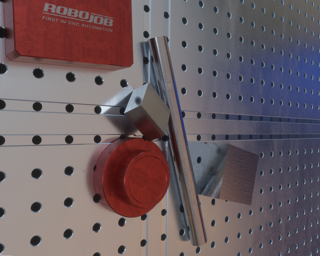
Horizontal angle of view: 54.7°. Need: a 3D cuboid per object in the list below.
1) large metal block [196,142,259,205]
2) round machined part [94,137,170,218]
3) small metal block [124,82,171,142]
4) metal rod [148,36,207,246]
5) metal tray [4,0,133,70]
[{"bbox_3d":[0.105,0.071,0.484,0.080,0.050,0.080,20,77,-39],"label":"large metal block"},{"bbox_3d":[-0.027,0.060,0.378,0.099,0.042,0.097,0,90,-40],"label":"round machined part"},{"bbox_3d":[-0.014,-0.020,0.385,0.050,0.025,0.050,51,31,-28],"label":"small metal block"},{"bbox_3d":[0.027,0.025,0.433,0.025,0.025,0.298,-20,103,-38],"label":"metal rod"},{"bbox_3d":[-0.091,-0.113,0.330,0.131,0.030,0.089,-3,92,-40],"label":"metal tray"}]
